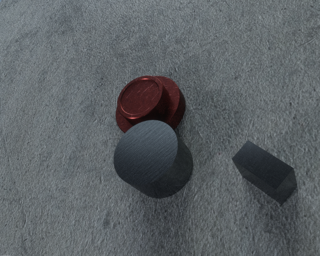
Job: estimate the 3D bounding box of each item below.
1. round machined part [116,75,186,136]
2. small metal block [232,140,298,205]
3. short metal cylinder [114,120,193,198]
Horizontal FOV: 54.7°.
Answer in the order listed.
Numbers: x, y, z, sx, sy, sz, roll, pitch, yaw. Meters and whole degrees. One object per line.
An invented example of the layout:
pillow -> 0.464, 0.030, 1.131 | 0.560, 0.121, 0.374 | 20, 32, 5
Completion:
round machined part -> -0.018, -0.032, 0.421 | 0.098, 0.042, 0.098 | -13, 56, 20
small metal block -> 0.104, 0.044, 0.306 | 0.025, 0.050, 0.050 | -49, 52, -6
short metal cylinder -> -0.007, 0.037, 0.367 | 0.080, 0.050, 0.080 | -13, 57, 21
